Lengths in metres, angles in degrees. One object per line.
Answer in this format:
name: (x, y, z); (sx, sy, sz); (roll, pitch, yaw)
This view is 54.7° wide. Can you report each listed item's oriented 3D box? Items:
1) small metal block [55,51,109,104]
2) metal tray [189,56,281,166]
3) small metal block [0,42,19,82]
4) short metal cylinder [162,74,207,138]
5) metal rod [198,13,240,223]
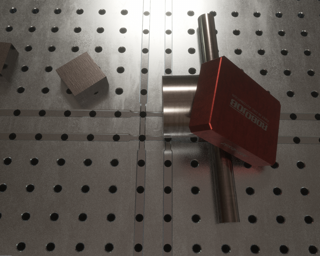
small metal block: (-0.109, -0.071, 0.436); (0.050, 0.025, 0.050); (-35, 74, -12)
metal tray: (0.096, -0.015, 0.374); (0.131, 0.030, 0.090); (27, 66, -35)
small metal block: (-0.239, -0.096, 0.444); (0.050, 0.025, 0.050); (7, 70, 2)
short metal cylinder: (0.029, -0.028, 0.393); (0.050, 0.080, 0.080); (-1, 70, -1)
metal rod: (0.077, -0.027, 0.422); (0.025, 0.025, 0.299); (-2, 70, -1)
